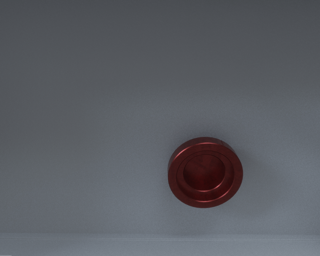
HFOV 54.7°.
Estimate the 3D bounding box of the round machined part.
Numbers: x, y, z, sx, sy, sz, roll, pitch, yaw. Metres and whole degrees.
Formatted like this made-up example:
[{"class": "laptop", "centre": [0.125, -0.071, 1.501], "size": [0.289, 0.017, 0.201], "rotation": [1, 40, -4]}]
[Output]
[{"class": "round machined part", "centre": [0.060, 0.057, 0.424], "size": [0.099, 0.042, 0.097], "rotation": [0, 110, -1]}]
